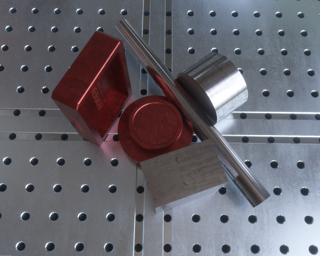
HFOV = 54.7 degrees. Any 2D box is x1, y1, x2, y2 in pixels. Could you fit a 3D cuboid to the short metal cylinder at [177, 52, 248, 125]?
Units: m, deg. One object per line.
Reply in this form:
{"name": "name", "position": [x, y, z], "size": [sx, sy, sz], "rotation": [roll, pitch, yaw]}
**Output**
{"name": "short metal cylinder", "position": [0.066, -0.050, 0.400], "size": [0.050, 0.080, 0.080], "rotation": [-35, 74, -12]}

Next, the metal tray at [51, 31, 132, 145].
{"name": "metal tray", "position": [-0.073, -0.040, 0.370], "size": [0.030, 0.130, 0.090], "rotation": [26, 72, 9]}

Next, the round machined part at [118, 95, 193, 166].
{"name": "round machined part", "position": [-0.006, 0.001, 0.402], "size": [0.099, 0.042, 0.098], "rotation": [0, 70, -1]}

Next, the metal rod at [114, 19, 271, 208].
{"name": "metal rod", "position": [0.032, -0.030, 0.401], "size": [0.025, 0.025, 0.299], "rotation": [-34, 74, -12]}

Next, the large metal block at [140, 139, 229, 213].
{"name": "large metal block", "position": [0.025, 0.059, 0.361], "size": [0.081, 0.080, 0.050], "rotation": [-18, 71, -7]}
